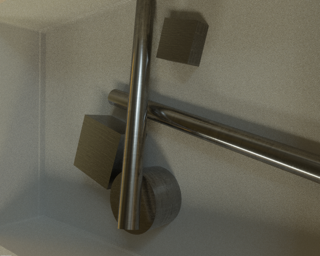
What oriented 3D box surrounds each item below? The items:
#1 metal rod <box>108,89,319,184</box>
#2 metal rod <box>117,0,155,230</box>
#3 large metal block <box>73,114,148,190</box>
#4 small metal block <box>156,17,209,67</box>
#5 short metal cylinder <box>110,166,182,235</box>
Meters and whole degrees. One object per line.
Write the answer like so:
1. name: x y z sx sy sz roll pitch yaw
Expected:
1. metal rod: 0.044 -0.002 0.368 0.300 0.025 0.025 21 104 37
2. metal rod: -0.028 -0.031 0.386 0.025 0.025 0.299 -8 72 39
3. large metal block: -0.073 0.031 0.449 0.080 0.050 0.079 25 106 37
4. small metal block: 0.027 -0.106 0.383 0.050 0.025 0.050 21 103 37
5. short metal cylinder: -0.019 0.092 0.404 0.080 0.050 0.079 0 90 39
